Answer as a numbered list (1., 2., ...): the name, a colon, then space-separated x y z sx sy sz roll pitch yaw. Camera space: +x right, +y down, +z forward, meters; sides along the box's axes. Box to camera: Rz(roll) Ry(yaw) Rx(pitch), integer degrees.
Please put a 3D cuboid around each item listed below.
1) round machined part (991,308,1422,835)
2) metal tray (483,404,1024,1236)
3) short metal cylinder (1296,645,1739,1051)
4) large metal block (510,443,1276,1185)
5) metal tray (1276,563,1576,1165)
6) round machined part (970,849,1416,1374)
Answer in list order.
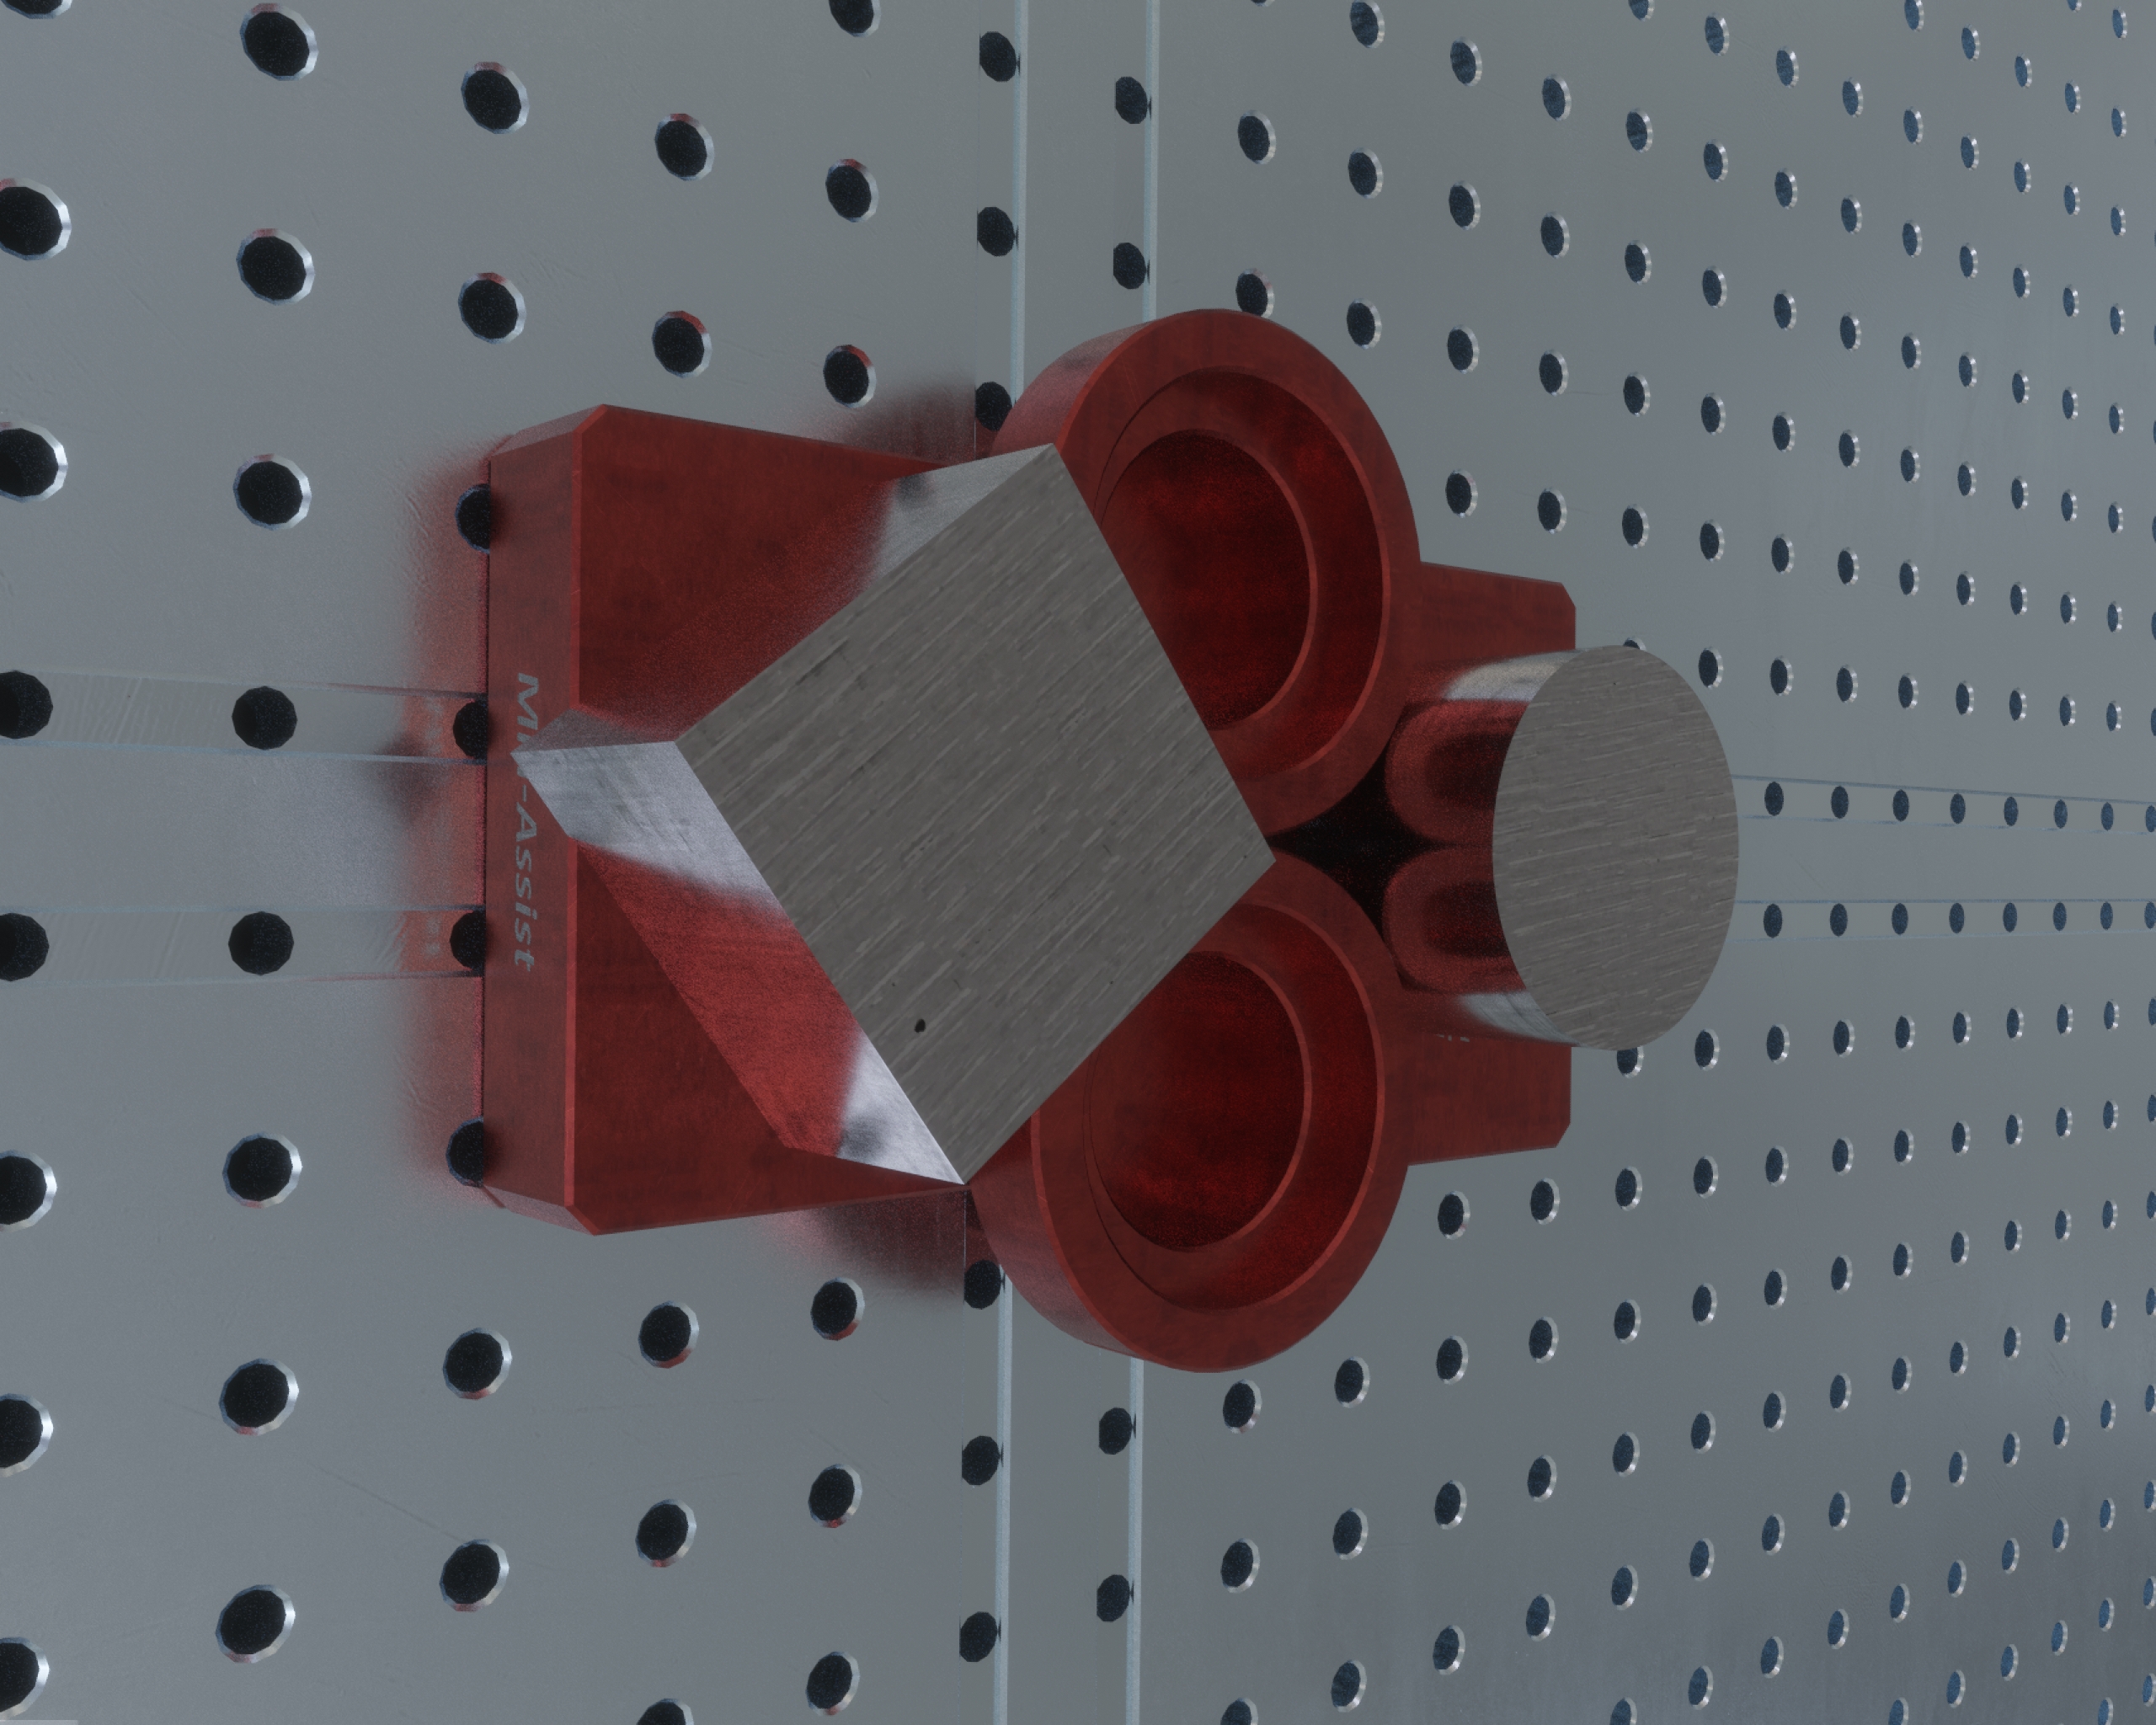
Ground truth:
1. round machined part: 0.018 -0.053 0.401 0.099 0.042 0.097 0 90 -40
2. metal tray: -0.053 -0.007 0.361 0.091 0.030 0.129 1 90 -41
3. short metal cylinder: 0.091 -0.003 0.429 0.081 0.050 0.079 0 90 -40
4. large metal block: -0.026 -0.008 0.331 0.080 0.050 0.080 -44 117 -31
5. metal tray: 0.070 0.000 0.462 0.091 0.030 0.129 1 90 -40
6. round machined part: 0.017 0.045 0.400 0.099 0.042 0.097 0 90 -40
